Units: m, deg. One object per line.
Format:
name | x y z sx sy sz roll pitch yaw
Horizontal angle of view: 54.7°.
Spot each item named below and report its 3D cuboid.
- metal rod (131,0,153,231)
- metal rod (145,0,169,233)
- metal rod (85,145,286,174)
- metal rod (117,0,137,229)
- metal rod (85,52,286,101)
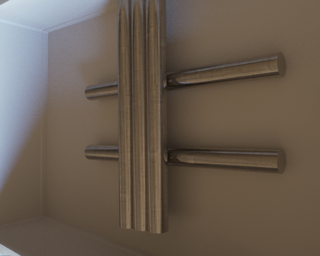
metal rod | -0.023 -0.024 0.390 0.025 0.025 0.298 -1 89 40
metal rod | -0.004 -0.026 0.375 0.025 0.025 0.298 -1 89 40
metal rod | 0.005 0.036 0.402 0.300 0.025 0.025 -1 89 40
metal rod | -0.042 -0.021 0.407 0.025 0.025 0.298 -1 89 40
metal rod | 0.005 -0.059 0.402 0.300 0.025 0.025 -2 89 40
